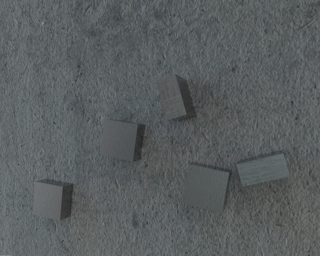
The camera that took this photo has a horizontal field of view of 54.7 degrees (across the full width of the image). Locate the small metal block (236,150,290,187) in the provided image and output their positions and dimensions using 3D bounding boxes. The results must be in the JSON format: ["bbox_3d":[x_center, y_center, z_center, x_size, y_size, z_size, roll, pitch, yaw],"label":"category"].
[{"bbox_3d":[0.118,0.045,0.354,0.050,0.050,0.025,-17,85,19],"label":"small metal block"}]

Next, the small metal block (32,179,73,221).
[{"bbox_3d":[-0.161,0.107,0.466,0.050,0.025,0.050,6,92,19],"label":"small metal block"}]

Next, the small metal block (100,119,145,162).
[{"bbox_3d":[-0.051,0.016,0.427,0.050,0.025,0.050,9,93,19],"label":"small metal block"}]

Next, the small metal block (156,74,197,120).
[{"bbox_3d":[0.022,-0.036,0.388,0.025,0.050,0.050,-17,84,19],"label":"small metal block"}]

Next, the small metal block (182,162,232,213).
[{"bbox_3d":[0.059,0.073,0.388,0.050,0.025,0.050,10,93,19],"label":"small metal block"}]
